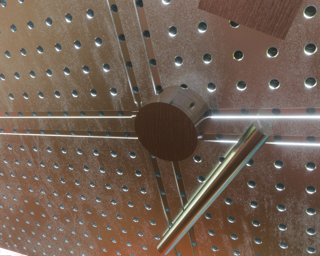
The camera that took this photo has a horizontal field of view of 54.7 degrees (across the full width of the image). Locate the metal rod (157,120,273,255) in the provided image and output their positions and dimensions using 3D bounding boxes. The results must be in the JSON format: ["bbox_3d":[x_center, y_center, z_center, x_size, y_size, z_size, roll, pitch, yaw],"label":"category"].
[{"bbox_3d":[0.061,0.103,0.441,0.025,0.025,0.298,33,129,6],"label":"metal rod"}]

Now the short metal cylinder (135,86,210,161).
[{"bbox_3d":[0.016,-0.006,0.382,0.080,0.050,0.079,13,124,20],"label":"short metal cylinder"}]

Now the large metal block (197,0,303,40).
[{"bbox_3d":[0.088,-0.133,0.266,0.080,0.050,0.079,25,127,12],"label":"large metal block"}]
